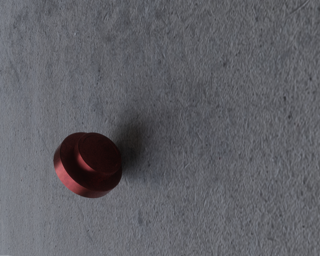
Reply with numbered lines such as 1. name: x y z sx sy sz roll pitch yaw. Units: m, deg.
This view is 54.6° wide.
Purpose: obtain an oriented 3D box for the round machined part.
1. round machined part: -0.094 0.045 0.436 0.042 0.099 0.098 -43 64 31
